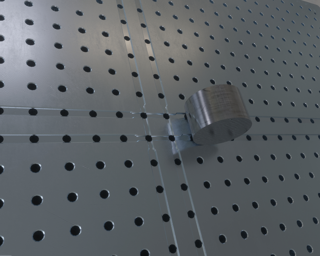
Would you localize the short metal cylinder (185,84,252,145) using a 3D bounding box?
[{"bbox_3d":[0.078,-0.016,0.424,0.081,0.080,0.050,1,61,-28],"label":"short metal cylinder"}]
